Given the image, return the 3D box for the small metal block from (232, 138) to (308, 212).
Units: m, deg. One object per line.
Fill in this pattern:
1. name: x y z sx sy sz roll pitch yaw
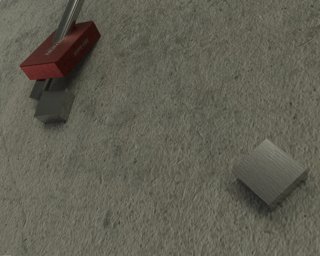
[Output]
1. small metal block: 0.112 0.047 0.316 0.050 0.025 0.050 -43 51 -2

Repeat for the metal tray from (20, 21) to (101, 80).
1. metal tray: -0.175 -0.140 0.555 0.090 0.030 0.130 1 46 28

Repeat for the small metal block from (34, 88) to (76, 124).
1. small metal block: -0.175 -0.036 0.515 0.050 0.025 0.050 -5 60 25

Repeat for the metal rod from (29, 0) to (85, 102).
1. metal rod: -0.170 -0.189 0.567 0.025 0.025 0.299 14 81 33
